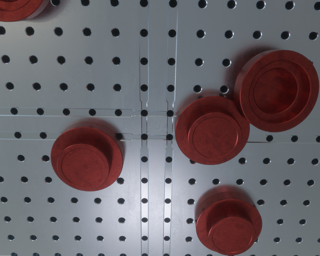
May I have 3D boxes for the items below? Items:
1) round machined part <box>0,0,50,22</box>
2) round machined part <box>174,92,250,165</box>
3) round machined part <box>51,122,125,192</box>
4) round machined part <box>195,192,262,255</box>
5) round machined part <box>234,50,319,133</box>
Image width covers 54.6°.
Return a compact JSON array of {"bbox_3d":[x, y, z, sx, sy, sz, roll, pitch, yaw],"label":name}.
[{"bbox_3d":[-0.166,-0.169,0.341,0.099,0.042,0.097,0,110,0],"label":"round machined part"},{"bbox_3d":[0.069,0.006,0.407,0.099,0.042,0.097,0,110,0],"label":"round machined part"},{"bbox_3d":[-0.099,0.045,0.420,0.099,0.042,0.097,0,110,0],"label":"round machined part"},{"bbox_3d":[0.103,0.148,0.459,0.099,0.042,0.097,0,110,0],"label":"round machined part"},{"bbox_3d":[0.138,-0.047,0.383,0.099,0.042,0.097,-2,106,-7],"label":"round machined part"}]
